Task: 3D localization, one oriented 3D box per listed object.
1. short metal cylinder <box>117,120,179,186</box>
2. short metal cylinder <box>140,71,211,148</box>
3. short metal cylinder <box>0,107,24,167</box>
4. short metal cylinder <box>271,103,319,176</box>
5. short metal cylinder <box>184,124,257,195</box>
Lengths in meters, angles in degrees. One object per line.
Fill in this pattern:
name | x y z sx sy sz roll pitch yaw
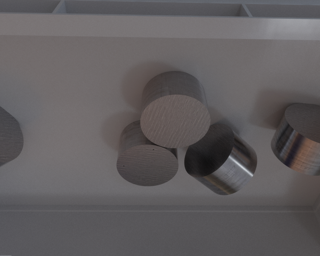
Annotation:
short metal cylinder | -0.016 0.034 0.422 0.081 0.050 0.079 0 130 0
short metal cylinder | 0.018 -0.022 0.375 0.081 0.050 0.079 0 130 0
short metal cylinder | -0.220 0.015 0.383 0.050 0.080 0.080 -27 125 21
short metal cylinder | 0.187 0.013 0.387 0.081 0.080 0.050 5 130 -5
short metal cylinder | 0.079 0.041 0.410 0.080 0.080 0.050 -36 122 26
